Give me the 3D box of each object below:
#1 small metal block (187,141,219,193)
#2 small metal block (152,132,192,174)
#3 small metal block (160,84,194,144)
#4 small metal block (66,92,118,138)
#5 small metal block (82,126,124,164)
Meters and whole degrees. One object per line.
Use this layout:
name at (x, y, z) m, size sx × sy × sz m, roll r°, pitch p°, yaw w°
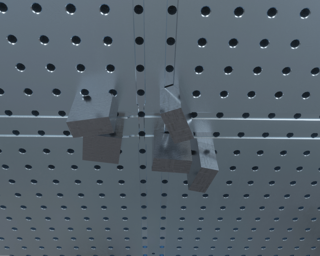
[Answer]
small metal block at (0.059, 0.056, 0.444) m, size 0.025 × 0.050 × 0.050 m, roll 12°, pitch 129°, yaw -11°
small metal block at (0.015, 0.034, 0.424) m, size 0.050 × 0.050 × 0.025 m, roll 5°, pitch 130°, yaw -5°
small metal block at (0.021, -0.018, 0.381) m, size 0.025 × 0.050 × 0.050 m, roll -16°, pitch 129°, yaw 13°
small metal block at (-0.081, -0.017, 0.380) m, size 0.050 × 0.050 × 0.025 m, roll -7°, pitch 130°, yaw 5°
small metal block at (-0.079, 0.021, 0.429) m, size 0.050 × 0.025 × 0.050 m, roll 7°, pitch 130°, yaw -7°
